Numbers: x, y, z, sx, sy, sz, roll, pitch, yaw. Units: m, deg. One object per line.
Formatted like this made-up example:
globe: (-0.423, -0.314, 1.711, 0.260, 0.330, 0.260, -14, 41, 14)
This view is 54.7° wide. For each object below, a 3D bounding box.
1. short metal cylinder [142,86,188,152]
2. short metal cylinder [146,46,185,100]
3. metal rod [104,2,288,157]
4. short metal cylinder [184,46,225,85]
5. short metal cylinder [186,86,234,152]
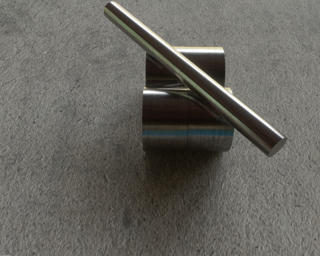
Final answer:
short metal cylinder: (0.006, -0.011, 0.378, 0.050, 0.080, 0.080, 1, 50, 0)
short metal cylinder: (0.007, -0.073, 0.430, 0.050, 0.080, 0.080, 1, 50, 0)
metal rod: (0.020, -0.075, 0.364, 0.025, 0.025, 0.300, -29, 56, -22)
short metal cylinder: (0.058, -0.072, 0.430, 0.050, 0.080, 0.080, 1, 50, 0)
short metal cylinder: (0.057, -0.011, 0.379, 0.050, 0.080, 0.080, 1, 50, 0)
